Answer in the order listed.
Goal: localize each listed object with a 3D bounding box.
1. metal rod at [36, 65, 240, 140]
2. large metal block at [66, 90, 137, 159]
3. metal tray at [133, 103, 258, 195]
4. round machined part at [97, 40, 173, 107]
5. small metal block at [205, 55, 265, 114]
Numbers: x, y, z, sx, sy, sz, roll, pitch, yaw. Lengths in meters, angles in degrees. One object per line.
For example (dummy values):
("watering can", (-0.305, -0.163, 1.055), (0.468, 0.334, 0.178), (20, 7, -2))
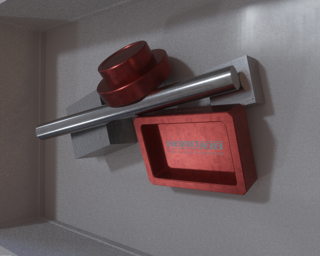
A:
("metal rod", (-0.050, -0.022, 0.386), (0.300, 0.025, 0.025), (-13, 82, 31))
("large metal block", (-0.088, -0.004, 0.458), (0.080, 0.050, 0.080), (-23, 76, 37))
("metal tray", (0.036, 0.023, 0.352), (0.130, 0.030, 0.089), (-2, 108, 39))
("round machined part", (-0.037, -0.072, 0.383), (0.098, 0.098, 0.042), (-6, 127, 39))
("small metal block", (0.081, -0.045, 0.337), (0.050, 0.025, 0.050), (-15, 81, 38))
